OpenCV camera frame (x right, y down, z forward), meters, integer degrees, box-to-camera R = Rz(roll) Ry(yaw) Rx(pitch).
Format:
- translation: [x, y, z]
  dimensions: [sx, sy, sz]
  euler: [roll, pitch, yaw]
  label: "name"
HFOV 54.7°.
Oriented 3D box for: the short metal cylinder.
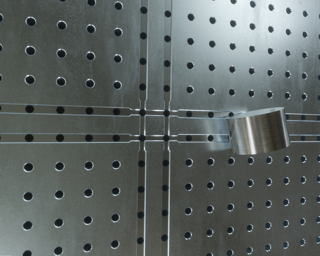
- translation: [0.137, 0.003, 0.436]
  dimensions: [0.081, 0.080, 0.050]
  euler: [-13, 95, -20]
  label: "short metal cylinder"
